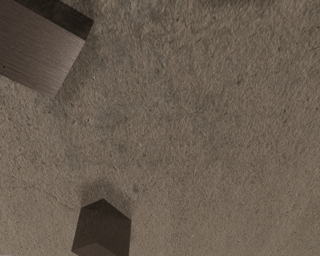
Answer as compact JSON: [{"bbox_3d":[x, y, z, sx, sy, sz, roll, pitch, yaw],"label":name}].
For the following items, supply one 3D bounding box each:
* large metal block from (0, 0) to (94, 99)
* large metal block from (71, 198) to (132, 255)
[{"bbox_3d":[-0.125,-0.089,0.314,0.080,0.050,0.080,27,125,-22],"label":"large metal block"},{"bbox_3d":[-0.095,0.181,0.524,0.050,0.080,0.080,-26,126,20],"label":"large metal block"}]
